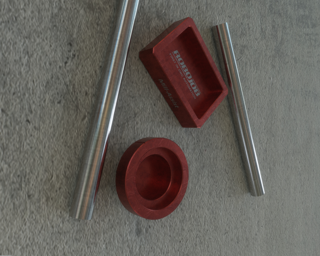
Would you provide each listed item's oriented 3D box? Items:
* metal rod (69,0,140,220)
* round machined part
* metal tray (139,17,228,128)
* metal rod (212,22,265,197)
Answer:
[{"bbox_3d":[-0.057,-0.049,0.357,0.025,0.025,0.299,18,78,-39],"label":"metal rod"},{"bbox_3d":[-0.014,0.060,0.384,0.099,0.042,0.097,0,90,-40],"label":"round machined part"},{"bbox_3d":[0.038,-0.075,0.435,0.090,0.030,0.130,-48,119,-29],"label":"metal tray"},{"bbox_3d":[0.134,-0.023,0.519,0.025,0.025,0.298,-27,107,-37],"label":"metal rod"}]
